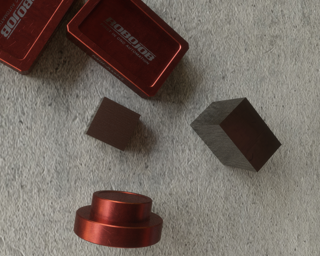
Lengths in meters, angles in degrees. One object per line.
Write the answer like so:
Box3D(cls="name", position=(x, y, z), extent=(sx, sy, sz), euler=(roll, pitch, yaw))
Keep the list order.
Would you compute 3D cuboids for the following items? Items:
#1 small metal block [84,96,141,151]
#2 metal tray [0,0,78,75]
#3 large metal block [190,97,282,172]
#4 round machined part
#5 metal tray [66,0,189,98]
Box3D(cls="small metal block", position=(-0.060, -0.005, 0.387), extent=(0.050, 0.025, 0.050), euler=(27, 81, -18))
Box3D(cls="metal tray", position=(-0.157, -0.137, 0.347), extent=(0.090, 0.030, 0.130), euler=(32, 80, -18))
Box3D(cls="large metal block", position=(0.098, 0.008, 0.416), extent=(0.050, 0.080, 0.080), euler=(-44, 104, -14))
Box3D(cls="round machined part", position=(-0.045, 0.098, 0.354), extent=(0.099, 0.098, 0.042), euler=(9, 87, -20))
Box3D(cls="metal tray", position=(-0.039, -0.111, 0.391), extent=(0.130, 0.030, 0.090), euler=(38, 78, -16))
